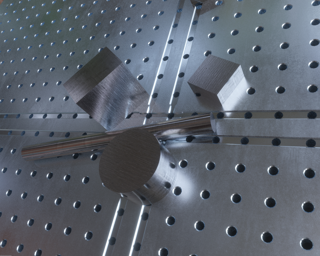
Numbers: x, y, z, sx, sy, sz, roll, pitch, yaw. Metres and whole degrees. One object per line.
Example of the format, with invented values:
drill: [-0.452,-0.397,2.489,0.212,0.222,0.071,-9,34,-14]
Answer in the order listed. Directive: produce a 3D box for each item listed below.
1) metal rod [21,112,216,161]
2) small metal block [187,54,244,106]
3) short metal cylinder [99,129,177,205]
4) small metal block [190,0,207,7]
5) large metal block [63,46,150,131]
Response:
metal rod: [-0.072,0.017,0.434,0.301,0.025,0.025,-10,58,22]
small metal block: [0.073,-0.064,0.408,0.050,0.025,0.050,31,79,37]
short metal cylinder: [-0.026,0.047,0.375,0.080,0.050,0.080,-13,57,21]
small metal block: [0.069,-0.237,0.516,0.050,0.025,0.050,-22,54,14]
large metal block: [-0.074,-0.053,0.443,0.080,0.080,0.050,-42,51,-1]
